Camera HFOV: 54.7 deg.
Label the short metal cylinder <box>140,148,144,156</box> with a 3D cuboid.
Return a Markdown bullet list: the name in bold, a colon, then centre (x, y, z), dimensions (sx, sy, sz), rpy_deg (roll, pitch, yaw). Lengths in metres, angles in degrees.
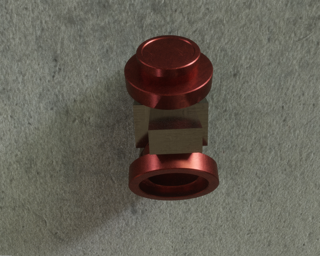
- **short metal cylinder**: centre (0.012, 0.039, 0.413), dimensions (0.081, 0.050, 0.079), rpy_deg (0, 110, -1)

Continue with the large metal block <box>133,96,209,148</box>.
- **large metal block**: centre (0.012, -0.016, 0.375), dimensions (0.081, 0.080, 0.050), rpy_deg (-2, 110, 0)

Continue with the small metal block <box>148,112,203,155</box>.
- **small metal block**: centre (0.015, 0.004, 0.313), dimensions (0.050, 0.050, 0.025), rpy_deg (-2, 110, 1)

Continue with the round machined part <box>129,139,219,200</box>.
- **round machined part**: centre (0.015, 0.046, 0.349), dimensions (0.099, 0.042, 0.098), rpy_deg (-1, 149, -1)

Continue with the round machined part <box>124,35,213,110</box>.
- **round machined part**: centre (0.009, -0.068, 0.343), dimensions (0.099, 0.098, 0.042), rpy_deg (-2, 135, 0)
